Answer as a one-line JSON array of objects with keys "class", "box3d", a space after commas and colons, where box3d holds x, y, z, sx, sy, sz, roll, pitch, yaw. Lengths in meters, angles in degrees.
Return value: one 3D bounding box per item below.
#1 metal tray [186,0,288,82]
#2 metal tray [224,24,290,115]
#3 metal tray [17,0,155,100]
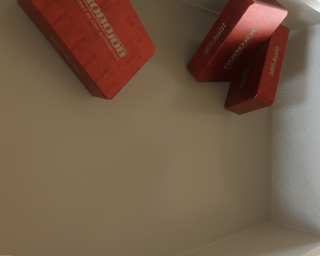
[{"class": "metal tray", "box3d": [0.106, -0.122, 0.437, 0.091, 0.129, 0.030, -8, 55, -40]}, {"class": "metal tray", "box3d": [0.151, -0.092, 0.490, 0.030, 0.090, 0.130, 21, 76, -15]}, {"class": "metal tray", "box3d": [-0.068, -0.105, 0.326, 0.090, 0.030, 0.130, -52, 132, -21]}]
